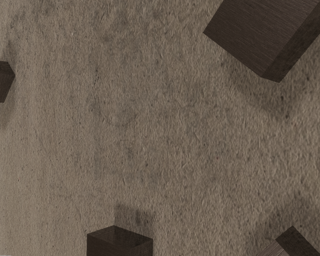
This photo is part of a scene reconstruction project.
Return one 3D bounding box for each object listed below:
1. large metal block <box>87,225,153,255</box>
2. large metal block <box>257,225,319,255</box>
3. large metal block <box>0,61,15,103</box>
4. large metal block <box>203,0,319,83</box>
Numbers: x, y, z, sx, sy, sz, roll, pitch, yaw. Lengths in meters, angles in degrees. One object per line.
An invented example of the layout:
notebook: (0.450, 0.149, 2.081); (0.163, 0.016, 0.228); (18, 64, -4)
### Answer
large metal block: (-0.058, 0.191, 0.434); (0.080, 0.050, 0.079); (3, 92, 39)
large metal block: (0.120, 0.154, 0.289); (0.080, 0.050, 0.080); (49, 119, 28)
large metal block: (-0.378, -0.104, 0.676); (0.050, 0.081, 0.080); (51, 120, 27)
large metal block: (0.104, -0.102, 0.302); (0.080, 0.050, 0.080); (48, 118, 29)
